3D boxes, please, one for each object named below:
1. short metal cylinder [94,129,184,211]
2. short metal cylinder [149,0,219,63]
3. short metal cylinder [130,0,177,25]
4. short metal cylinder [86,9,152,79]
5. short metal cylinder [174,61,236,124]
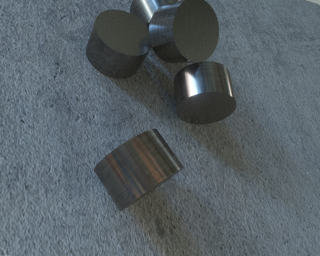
[{"bbox_3d":[-0.022,0.044,0.330,0.081,0.080,0.050,-27,77,-37],"label":"short metal cylinder"},{"bbox_3d":[0.032,-0.128,0.413,0.081,0.050,0.079,-8,102,-36],"label":"short metal cylinder"},{"bbox_3d":[0.001,-0.171,0.473,0.081,0.080,0.050,-12,68,-33],"label":"short metal cylinder"},{"bbox_3d":[-0.056,-0.115,0.428,0.081,0.050,0.080,14,56,-21],"label":"short metal cylinder"},{"bbox_3d":[0.061,-0.047,0.430,0.081,0.080,0.050,10,58,-23],"label":"short metal cylinder"}]
